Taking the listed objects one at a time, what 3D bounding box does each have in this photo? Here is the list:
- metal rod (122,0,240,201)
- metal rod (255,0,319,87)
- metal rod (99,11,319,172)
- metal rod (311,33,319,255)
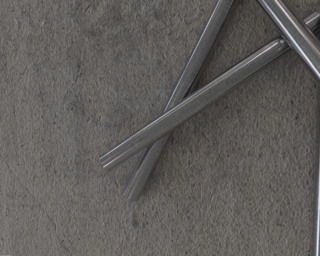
[{"bbox_3d":[0.025,-0.039,0.399,0.025,0.025,0.298,29,99,17],"label":"metal rod"},{"bbox_3d":[0.134,-0.118,0.333,0.025,0.025,0.299,-33,69,17],"label":"metal rod"},{"bbox_3d":[0.054,-0.037,0.370,0.300,0.025,0.025,-34,79,9],"label":"metal rod"},{"bbox_3d":[0.182,0.021,0.333,0.025,0.025,0.298,2,95,20],"label":"metal rod"}]
